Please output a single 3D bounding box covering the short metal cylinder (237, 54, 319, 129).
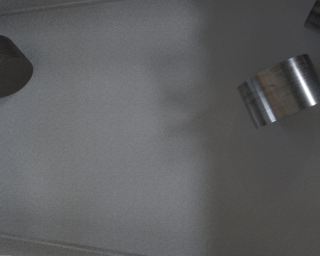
[{"bbox_3d":[0.132,-0.037,0.335,0.080,0.080,0.050,-25,82,18],"label":"short metal cylinder"}]

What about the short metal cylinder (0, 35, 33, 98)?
[{"bbox_3d":[-0.242,-0.091,0.464,0.080,0.080,0.050,-46,76,14],"label":"short metal cylinder"}]

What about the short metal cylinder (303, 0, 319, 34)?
[{"bbox_3d":[0.192,-0.129,0.314,0.050,0.080,0.080,34,101,16],"label":"short metal cylinder"}]
